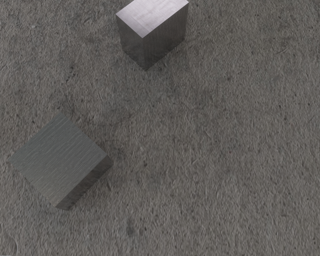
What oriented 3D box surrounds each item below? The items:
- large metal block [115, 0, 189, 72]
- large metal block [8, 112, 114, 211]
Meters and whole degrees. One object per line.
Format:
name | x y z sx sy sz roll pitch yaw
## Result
large metal block | -0.009 -0.138 0.429 0.080 0.080 0.050 -42 75 -14
large metal block | -0.117 0.042 0.379 0.080 0.050 0.080 40 75 13
